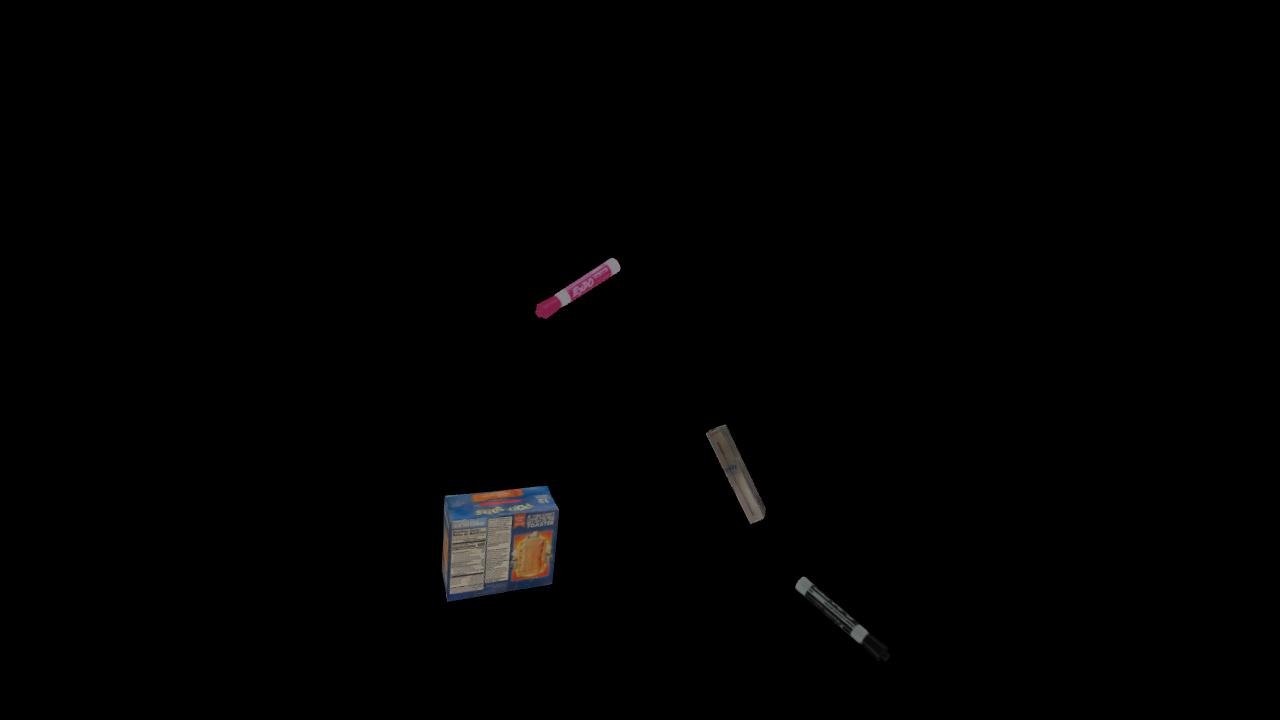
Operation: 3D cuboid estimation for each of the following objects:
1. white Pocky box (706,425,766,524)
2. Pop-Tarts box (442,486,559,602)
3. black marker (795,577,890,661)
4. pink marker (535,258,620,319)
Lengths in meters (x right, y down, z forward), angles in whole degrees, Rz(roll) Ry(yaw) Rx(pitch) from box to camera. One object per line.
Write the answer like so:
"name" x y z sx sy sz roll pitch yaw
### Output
"white Pocky box" 0.155 0.178 0.978 0.028 0.154 0.084 -27 -9 11
"Pop-Tarts box" -0.223 0.287 0.976 0.167 0.141 0.083 -1 18 -26
"black marker" 0.229 0.294 0.700 0.020 0.020 0.121 0 26 -43
"pink marker" -0.071 -0.082 0.703 0.121 0.020 0.020 -38 22 -30
